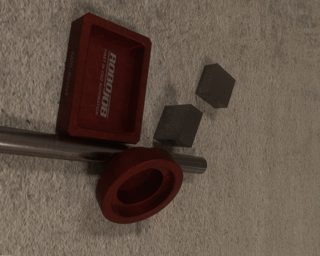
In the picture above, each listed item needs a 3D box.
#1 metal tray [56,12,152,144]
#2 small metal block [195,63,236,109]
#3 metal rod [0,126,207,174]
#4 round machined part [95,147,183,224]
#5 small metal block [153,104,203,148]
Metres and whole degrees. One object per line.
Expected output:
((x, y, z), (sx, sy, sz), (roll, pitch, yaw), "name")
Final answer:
((-0.060, -0.051, 0.352), (0.091, 0.030, 0.129), (11, 83, -40), "metal tray")
((0.087, -0.064, 0.480), (0.050, 0.025, 0.050), (32, 70, -36), "small metal block")
((-0.054, 0.031, 0.361), (0.302, 0.025, 0.025), (12, 82, -40), "metal rod")
((-0.026, 0.060, 0.354), (0.099, 0.042, 0.097), (-18, 133, -20), "round machined part")
((0.023, -0.003, 0.410), (0.025, 0.050, 0.050), (32, 70, -36), "small metal block")
